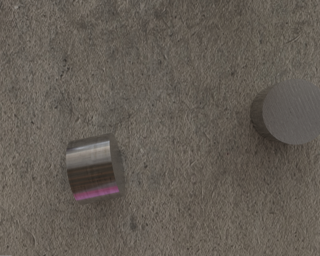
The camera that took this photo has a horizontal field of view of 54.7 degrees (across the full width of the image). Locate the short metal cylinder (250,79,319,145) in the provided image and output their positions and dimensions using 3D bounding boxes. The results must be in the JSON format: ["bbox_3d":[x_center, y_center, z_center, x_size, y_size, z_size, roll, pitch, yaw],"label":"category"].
[{"bbox_3d":[0.164,-0.020,0.399,0.081,0.050,0.080,0,90,0],"label":"short metal cylinder"}]

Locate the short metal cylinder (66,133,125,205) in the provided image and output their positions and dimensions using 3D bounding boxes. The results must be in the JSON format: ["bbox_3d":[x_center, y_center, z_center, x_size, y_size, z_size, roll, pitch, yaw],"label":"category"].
[{"bbox_3d":[-0.077,0.050,0.382,0.050,0.080,0.080,-11,90,0],"label":"short metal cylinder"}]
